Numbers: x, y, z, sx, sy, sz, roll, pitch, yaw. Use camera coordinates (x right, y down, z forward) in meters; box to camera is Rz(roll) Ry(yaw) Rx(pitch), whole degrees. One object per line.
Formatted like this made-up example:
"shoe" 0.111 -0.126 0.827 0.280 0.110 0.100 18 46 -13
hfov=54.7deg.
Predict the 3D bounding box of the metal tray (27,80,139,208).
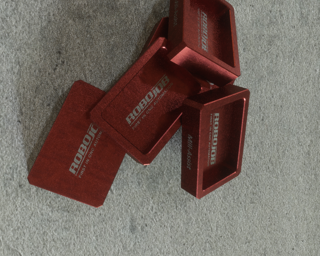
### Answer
"metal tray" -0.088 0.019 0.375 0.090 0.030 0.130 26 81 -19

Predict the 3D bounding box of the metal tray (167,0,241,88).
"metal tray" 0.056 -0.125 0.393 0.091 0.030 0.130 22 55 -29

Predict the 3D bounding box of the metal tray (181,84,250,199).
"metal tray" 0.070 0.017 0.398 0.091 0.030 0.129 -21 122 -35

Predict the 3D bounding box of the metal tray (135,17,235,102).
"metal tray" 0.036 -0.076 0.422 0.131 0.030 0.090 28 81 -18

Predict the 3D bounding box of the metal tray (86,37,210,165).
"metal tray" -0.011 -0.032 0.372 0.090 0.030 0.130 43 76 -15
